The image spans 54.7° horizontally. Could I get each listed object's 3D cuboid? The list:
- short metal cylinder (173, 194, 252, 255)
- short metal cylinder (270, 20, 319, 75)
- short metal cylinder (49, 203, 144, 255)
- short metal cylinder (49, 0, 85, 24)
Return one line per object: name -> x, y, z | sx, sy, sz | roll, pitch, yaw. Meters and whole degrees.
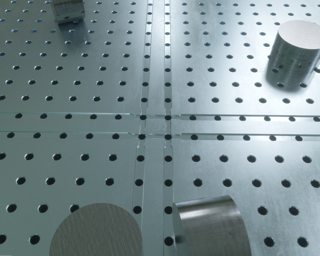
short metal cylinder -> 0.044, 0.105, 0.284 | 0.050, 0.080, 0.080 | -8, 51, -7
short metal cylinder -> 0.227, -0.132, 0.506 | 0.081, 0.050, 0.080 | 0, 50, 0
short metal cylinder -> -0.056, 0.119, 0.291 | 0.081, 0.050, 0.080 | 0, 50, 0
short metal cylinder -> -0.175, -0.237, 0.568 | 0.050, 0.080, 0.080 | -19, 53, -15
